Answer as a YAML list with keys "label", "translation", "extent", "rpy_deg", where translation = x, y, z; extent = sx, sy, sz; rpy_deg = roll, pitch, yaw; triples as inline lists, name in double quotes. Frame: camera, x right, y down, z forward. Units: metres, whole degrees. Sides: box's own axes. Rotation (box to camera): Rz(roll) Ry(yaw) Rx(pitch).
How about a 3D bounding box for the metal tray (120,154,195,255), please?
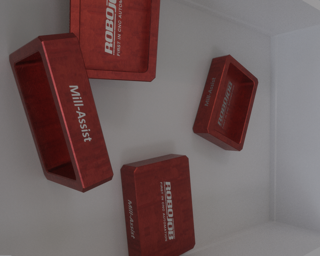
- label: "metal tray"
  translation: [0.000, 0.105, 0.404]
  extent: [0.091, 0.030, 0.129]
  rpy_deg: [-9, 96, -40]

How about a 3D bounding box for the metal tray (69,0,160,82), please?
- label: "metal tray"
  translation: [-0.048, -0.117, 0.327]
  extent: [0.091, 0.030, 0.129]
  rpy_deg: [1, 101, -18]

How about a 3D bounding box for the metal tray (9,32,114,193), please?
- label: "metal tray"
  translation: [-0.093, -0.012, 0.285]
  extent: [0.030, 0.090, 0.129]
  rpy_deg: [-21, 104, -38]

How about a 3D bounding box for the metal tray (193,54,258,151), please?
- label: "metal tray"
  translation: [0.108, -0.038, 0.492]
  extent: [0.090, 0.030, 0.130]
  rpy_deg: [28, 73, -37]
